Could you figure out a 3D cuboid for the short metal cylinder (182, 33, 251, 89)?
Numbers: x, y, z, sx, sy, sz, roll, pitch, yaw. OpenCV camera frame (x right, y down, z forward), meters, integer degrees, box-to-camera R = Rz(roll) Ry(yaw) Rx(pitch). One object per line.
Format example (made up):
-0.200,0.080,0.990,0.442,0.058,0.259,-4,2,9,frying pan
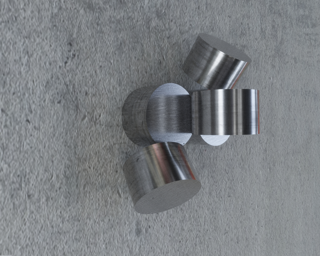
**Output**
0.078,-0.090,0.429,0.081,0.080,0.050,1,128,-40,short metal cylinder

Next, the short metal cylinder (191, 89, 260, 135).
0.078,-0.018,0.373,0.081,0.080,0.050,-2,92,-40,short metal cylinder

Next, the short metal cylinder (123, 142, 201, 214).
0.002,0.060,0.365,0.081,0.080,0.050,10,45,-40,short metal cylinder

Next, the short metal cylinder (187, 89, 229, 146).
0.061,-0.016,0.442,0.081,0.050,0.079,0,90,-40,short metal cylinder

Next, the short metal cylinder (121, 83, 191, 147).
-0.001,-0.014,0.390,0.081,0.050,0.079,0,90,-40,short metal cylinder
